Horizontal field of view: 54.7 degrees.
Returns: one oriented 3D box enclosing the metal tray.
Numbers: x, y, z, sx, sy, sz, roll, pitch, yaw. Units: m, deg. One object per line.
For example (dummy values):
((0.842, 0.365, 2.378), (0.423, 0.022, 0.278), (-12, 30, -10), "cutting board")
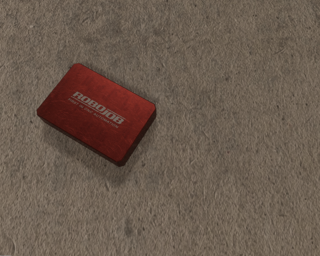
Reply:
((-0.082, -0.019, 0.411), (0.130, 0.030, 0.090), (29, 72, 10), "metal tray")
